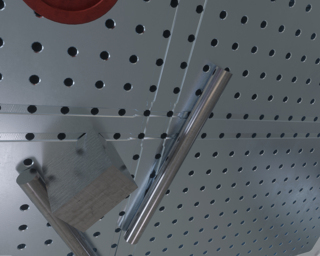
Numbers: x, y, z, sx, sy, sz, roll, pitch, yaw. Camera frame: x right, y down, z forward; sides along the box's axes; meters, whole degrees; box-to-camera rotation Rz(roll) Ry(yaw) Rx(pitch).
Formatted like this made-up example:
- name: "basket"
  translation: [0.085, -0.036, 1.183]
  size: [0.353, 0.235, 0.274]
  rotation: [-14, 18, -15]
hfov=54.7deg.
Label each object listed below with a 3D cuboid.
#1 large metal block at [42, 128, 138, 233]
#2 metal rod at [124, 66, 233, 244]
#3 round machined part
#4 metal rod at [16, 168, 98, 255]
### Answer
- name: "large metal block"
  translation: [-0.085, 0.059, 0.366]
  size: [0.080, 0.080, 0.050]
  rotation: [-40, 130, -2]
- name: "metal rod"
  translation: [0.020, 0.050, 0.453]
  size: [0.025, 0.025, 0.298]
  rotation: [16, 110, -35]
- name: "round machined part"
  translation: [-0.081, -0.144, 0.267]
  size: [0.099, 0.042, 0.097]
  rotation: [-14, 124, -21]
- name: "metal rod"
  translation: [-0.119, 0.170, 0.451]
  size: [0.025, 0.025, 0.299]
  rotation: [-27, 128, -12]
